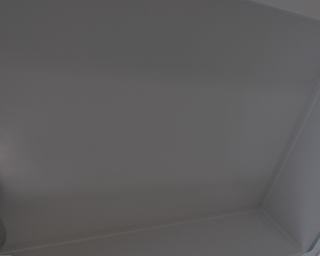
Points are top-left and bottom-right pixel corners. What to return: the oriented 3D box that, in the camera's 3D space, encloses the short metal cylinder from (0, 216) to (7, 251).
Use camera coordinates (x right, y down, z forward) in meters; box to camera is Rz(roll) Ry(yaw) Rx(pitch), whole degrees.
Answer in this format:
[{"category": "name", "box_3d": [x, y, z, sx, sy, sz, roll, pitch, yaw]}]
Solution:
[{"category": "short metal cylinder", "box_3d": [-0.212, 0.109, 0.325, 0.081, 0.080, 0.050, -16, 125, -19]}]
